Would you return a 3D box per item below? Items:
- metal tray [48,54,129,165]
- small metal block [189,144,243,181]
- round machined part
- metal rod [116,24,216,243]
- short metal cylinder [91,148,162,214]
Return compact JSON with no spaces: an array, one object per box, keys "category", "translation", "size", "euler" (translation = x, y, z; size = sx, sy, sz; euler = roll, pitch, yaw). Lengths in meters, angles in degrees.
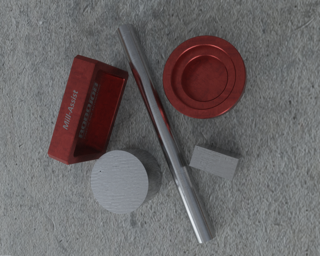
[{"category":"metal tray","translation":[-0.090,-0.022,0.406],"size":[0.030,0.090,0.129],"euler":[20,96,19]},{"category":"small metal block","translation":[0.068,0.039,0.369],"size":[0.050,0.050,0.025],"euler":[18,96,19]},{"category":"round machined part","translation":[0.056,-0.060,0.381],"size":[0.098,0.042,0.097],"euler":[0,90,19]},{"category":"metal rod","translation":[0.005,0.001,0.408],"size":[0.025,0.025,0.299],"euler":[-23,82,18]},{"category":"short metal cylinder","translation":[-0.043,0.067,0.411],"size":[0.080,0.050,0.079],"euler":[0,90,19]}]
